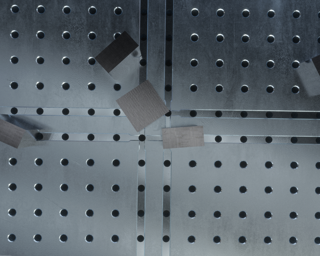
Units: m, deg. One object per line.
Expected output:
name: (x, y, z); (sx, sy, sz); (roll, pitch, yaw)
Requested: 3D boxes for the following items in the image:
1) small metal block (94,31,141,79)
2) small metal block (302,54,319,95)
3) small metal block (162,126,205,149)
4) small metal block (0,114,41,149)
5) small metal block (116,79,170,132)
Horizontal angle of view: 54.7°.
small metal block: (-0.053, -0.092, 0.400); (0.050, 0.050, 0.025); (-42, 90, 0)
small metal block: (0.231, -0.079, 0.416); (0.050, 0.025, 0.050); (-26, 90, -1)
small metal block: (0.028, 0.011, 0.401); (0.050, 0.050, 0.025); (-4, 90, -1)
small metal block: (-0.190, 0.003, 0.398); (0.050, 0.050, 0.025); (24, 90, -1)
small metal block: (-0.023, -0.029, 0.413); (0.050, 0.025, 0.050); (-34, 90, 0)
